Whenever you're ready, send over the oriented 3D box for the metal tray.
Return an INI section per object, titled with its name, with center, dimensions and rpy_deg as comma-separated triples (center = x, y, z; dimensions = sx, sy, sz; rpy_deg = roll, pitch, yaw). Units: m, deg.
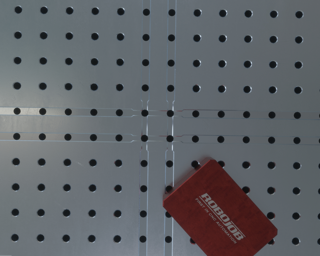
[metal tray]
center = 0.077, 0.115, 0.411
dimensions = 0.090, 0.030, 0.130
rpy_deg = -42, 90, 0
